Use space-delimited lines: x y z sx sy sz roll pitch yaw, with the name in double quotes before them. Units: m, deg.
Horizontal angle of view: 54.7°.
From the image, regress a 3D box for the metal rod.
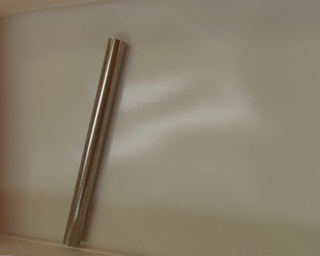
"metal rod" -0.094 0.023 0.442 0.025 0.025 0.298 15 95 19
